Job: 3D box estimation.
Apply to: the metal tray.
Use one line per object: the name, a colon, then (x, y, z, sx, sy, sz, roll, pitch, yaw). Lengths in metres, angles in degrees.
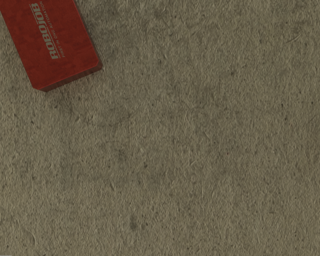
metal tray: (-0.143, -0.123, 0.406, 0.090, 0.030, 0.129, -23, 90, 0)
